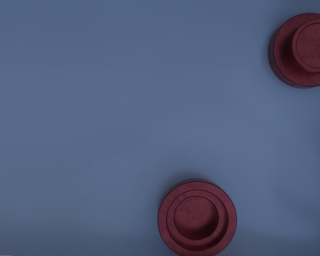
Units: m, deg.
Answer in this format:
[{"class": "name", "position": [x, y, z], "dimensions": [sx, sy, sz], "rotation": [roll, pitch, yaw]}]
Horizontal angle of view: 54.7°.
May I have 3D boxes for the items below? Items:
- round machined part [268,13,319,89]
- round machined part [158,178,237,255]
[{"class": "round machined part", "position": [0.197, -0.102, 0.404], "dimensions": [0.099, 0.042, 0.097], "rotation": [0, 90, 0]}, {"class": "round machined part", "position": [0.046, 0.114, 0.403], "dimensions": [0.099, 0.042, 0.097], "rotation": [0, 90, 0]}]
